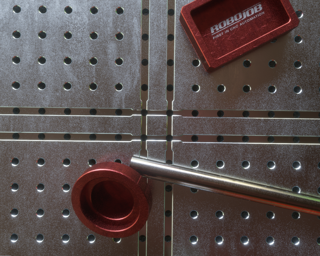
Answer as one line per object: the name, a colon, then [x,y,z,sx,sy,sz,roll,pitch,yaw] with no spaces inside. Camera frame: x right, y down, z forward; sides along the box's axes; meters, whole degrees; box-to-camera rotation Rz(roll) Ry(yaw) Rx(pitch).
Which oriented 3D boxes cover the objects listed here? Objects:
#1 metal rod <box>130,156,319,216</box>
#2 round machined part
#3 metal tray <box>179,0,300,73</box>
metal rod: [0.108,0.082,0.414,0.302,0.025,0.025,13,90,0]
round machined part: [-0.057,0.086,0.393,0.098,0.042,0.097,3,110,10]
metal tray: [0.103,-0.143,0.411,0.130,0.030,0.090,-27,90,0]
